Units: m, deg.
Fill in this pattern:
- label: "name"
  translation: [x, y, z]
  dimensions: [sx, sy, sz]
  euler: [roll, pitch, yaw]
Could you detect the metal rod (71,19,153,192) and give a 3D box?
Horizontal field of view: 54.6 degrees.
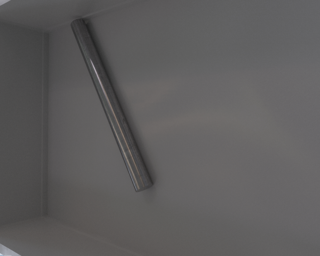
- label: "metal rod"
  translation: [-0.080, -0.046, 0.474]
  dimensions: [0.025, 0.025, 0.299]
  euler: [-38, 67, 34]
